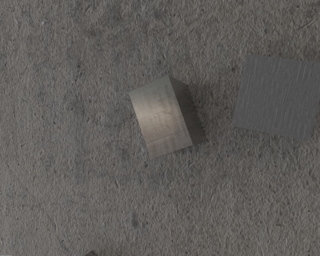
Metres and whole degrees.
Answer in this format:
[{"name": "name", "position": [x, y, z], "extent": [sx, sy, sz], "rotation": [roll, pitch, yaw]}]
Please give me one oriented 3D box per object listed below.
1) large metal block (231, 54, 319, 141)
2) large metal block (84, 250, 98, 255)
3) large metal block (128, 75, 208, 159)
[{"name": "large metal block", "position": [0.132, -0.034, 0.349], "extent": [0.080, 0.050, 0.079], "rotation": [12, 94, 19]}, {"name": "large metal block", "position": [-0.095, 0.236, 0.429], "extent": [0.080, 0.050, 0.080], "rotation": [31, 100, 17]}, {"name": "large metal block", "position": [0.013, -0.012, 0.375], "extent": [0.050, 0.080, 0.080], "rotation": [-21, 83, 19]}]
